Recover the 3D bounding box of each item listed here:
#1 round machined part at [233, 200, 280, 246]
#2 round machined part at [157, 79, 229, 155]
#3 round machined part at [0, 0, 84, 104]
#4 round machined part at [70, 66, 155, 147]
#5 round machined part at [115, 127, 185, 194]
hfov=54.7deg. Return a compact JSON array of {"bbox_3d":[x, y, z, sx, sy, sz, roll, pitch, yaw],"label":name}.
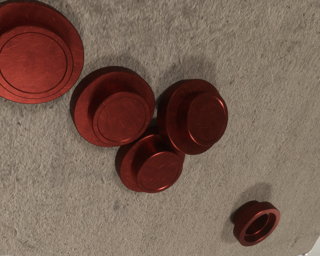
[{"bbox_3d":[0.185,0.183,0.614,0.099,0.042,0.097,-14,125,-21],"label":"round machined part"},{"bbox_3d":[0.048,-0.013,0.394,0.099,0.042,0.097,-5,99,-34],"label":"round machined part"},{"bbox_3d":[-0.120,-0.066,0.290,0.099,0.042,0.097,-14,125,-21],"label":"round machined part"},{"bbox_3d":[-0.050,-0.018,0.358,0.099,0.042,0.097,-14,125,-21],"label":"round machined part"},{"bbox_3d":[-0.008,0.050,0.424,0.099,0.042,0.097,-14,125,-21],"label":"round machined part"}]
